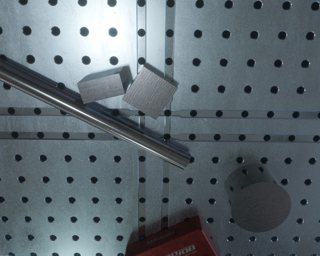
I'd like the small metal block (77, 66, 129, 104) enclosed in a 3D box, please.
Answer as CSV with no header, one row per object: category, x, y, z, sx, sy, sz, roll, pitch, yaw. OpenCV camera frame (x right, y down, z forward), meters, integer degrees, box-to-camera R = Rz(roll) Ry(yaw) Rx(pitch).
small metal block,-0.068,-0.054,0.379,0.050,0.050,0.025,-13,110,4

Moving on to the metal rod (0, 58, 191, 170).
metal rod,-0.095,-0.020,0.404,0.301,0.025,0.025,27,108,-10

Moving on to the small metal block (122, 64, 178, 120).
small metal block,-0.013,-0.046,0.396,0.050,0.025,0.050,31,107,-11

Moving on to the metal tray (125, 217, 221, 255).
metal tray,0.022,0.205,0.486,0.130,0.030,0.090,-26,108,8

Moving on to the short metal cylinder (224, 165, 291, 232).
short metal cylinder,0.136,0.099,0.439,0.081,0.050,0.079,0,110,-1
